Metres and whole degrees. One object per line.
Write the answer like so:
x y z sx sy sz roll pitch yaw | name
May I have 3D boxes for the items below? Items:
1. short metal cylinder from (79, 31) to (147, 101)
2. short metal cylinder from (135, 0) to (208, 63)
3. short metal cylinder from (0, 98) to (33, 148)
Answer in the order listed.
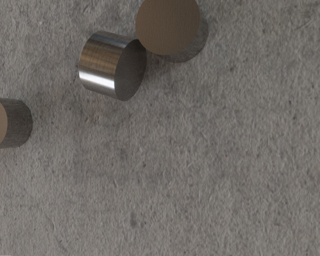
-0.058 -0.080 0.399 0.050 0.080 0.080 19 96 18 | short metal cylinder
0.016 -0.126 0.389 0.080 0.050 0.079 0 90 19 | short metal cylinder
-0.248 -0.007 0.481 0.080 0.050 0.079 0 90 19 | short metal cylinder
